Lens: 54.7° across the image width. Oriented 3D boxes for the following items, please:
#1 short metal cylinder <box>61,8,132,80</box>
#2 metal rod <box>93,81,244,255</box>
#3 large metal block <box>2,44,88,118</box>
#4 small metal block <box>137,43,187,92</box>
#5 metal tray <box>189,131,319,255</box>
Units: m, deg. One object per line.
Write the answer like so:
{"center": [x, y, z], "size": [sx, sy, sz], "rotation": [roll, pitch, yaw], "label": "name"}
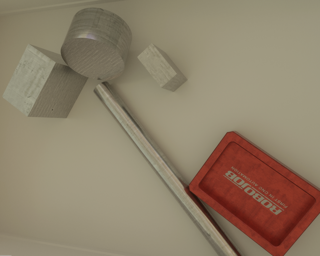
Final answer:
{"center": [-0.081, -0.106, 0.401], "size": [0.080, 0.080, 0.050], "rotation": [-1, 61, 19], "label": "short metal cylinder"}
{"center": [0.008, 0.057, 0.406], "size": [0.025, 0.025, 0.300], "rotation": [-42, 77, 15], "label": "metal rod"}
{"center": [-0.156, -0.061, 0.435], "size": [0.050, 0.080, 0.080], "rotation": [35, 101, 16], "label": "large metal block"}
{"center": [0.004, -0.075, 0.395], "size": [0.025, 0.050, 0.050], "rotation": [-40, 78, 15], "label": "small metal block"}
{"center": [0.112, 0.075, 0.367], "size": [0.130, 0.030, 0.090], "rotation": [37, 101, 16], "label": "metal tray"}
